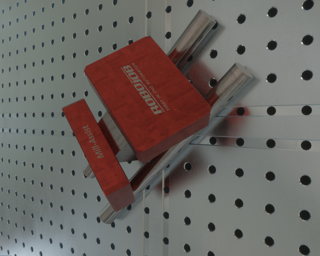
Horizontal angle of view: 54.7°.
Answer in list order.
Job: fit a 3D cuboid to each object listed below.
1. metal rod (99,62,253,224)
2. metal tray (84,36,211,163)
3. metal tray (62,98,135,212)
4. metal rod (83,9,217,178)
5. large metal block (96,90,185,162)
[{"bbox_3d":[0.005,0.037,0.404,0.299,0.025,0.025,-49,61,28],"label":"metal rod"},{"bbox_3d":[-0.016,-0.037,0.350,0.090,0.030,0.130,-30,64,-12],"label":"metal tray"},{"bbox_3d":[-0.078,0.036,0.401,0.130,0.030,0.090,57,166,24],"label":"metal tray"},{"bbox_3d":[-0.029,-0.030,0.431,0.298,0.025,0.025,-50,61,28],"label":"metal rod"},{"bbox_3d":[-0.025,-0.003,0.392,0.080,0.081,0.050,-49,61,28],"label":"large metal block"}]
